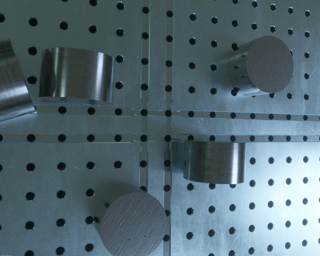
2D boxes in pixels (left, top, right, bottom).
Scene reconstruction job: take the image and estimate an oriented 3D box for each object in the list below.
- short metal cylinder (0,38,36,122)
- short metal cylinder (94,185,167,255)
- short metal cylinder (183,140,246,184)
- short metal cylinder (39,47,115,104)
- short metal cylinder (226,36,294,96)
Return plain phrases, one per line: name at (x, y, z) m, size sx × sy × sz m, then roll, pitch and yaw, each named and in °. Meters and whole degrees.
short metal cylinder at (-0.168, -0.047, 0.321) m, size 0.050 × 0.080 × 0.080 m, roll -19°, pitch 97°, yaw -19°
short metal cylinder at (-0.038, 0.115, 0.385) m, size 0.081 × 0.050 × 0.079 m, roll 0°, pitch 90°, yaw -20°
short metal cylinder at (0.072, 0.042, 0.410) m, size 0.081 × 0.080 × 0.050 m, roll 2°, pitch 89°, yaw -20°
short metal cylinder at (-0.092, -0.055, 0.349) m, size 0.081 × 0.080 × 0.050 m, roll 4°, pitch 89°, yaw -20°
short metal cylinder at (0.145, -0.088, 0.452) m, size 0.081 × 0.050 × 0.079 m, roll 0°, pitch 90°, yaw -20°
